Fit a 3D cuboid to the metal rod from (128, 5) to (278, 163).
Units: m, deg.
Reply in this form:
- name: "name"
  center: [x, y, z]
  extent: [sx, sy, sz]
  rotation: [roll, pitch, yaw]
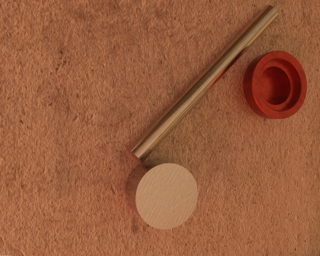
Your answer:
- name: "metal rod"
  center: [0.068, -0.070, 0.433]
  extent: [0.301, 0.025, 0.025]
  rotation: [-47, 105, -14]

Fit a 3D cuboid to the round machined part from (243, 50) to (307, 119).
- name: "round machined part"
  center: [0.165, -0.062, 0.461]
  extent: [0.099, 0.042, 0.097]
  rotation: [0, 90, -20]

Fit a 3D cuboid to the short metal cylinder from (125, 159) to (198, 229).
- name: "short metal cylinder"
  center: [0.001, 0.082, 0.396]
  extent: [0.081, 0.050, 0.079]
  rotation: [0, 90, -20]
